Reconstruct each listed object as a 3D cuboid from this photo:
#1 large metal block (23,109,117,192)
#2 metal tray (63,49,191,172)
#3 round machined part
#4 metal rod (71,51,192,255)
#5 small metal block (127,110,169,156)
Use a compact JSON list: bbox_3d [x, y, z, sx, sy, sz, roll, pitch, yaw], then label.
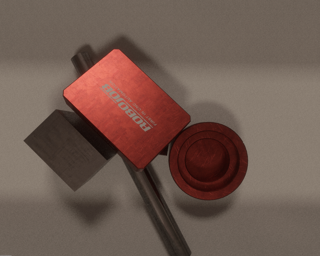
[{"bbox_3d":[-0.105,0.025,0.383,0.050,0.080,0.080,-45,91,0],"label":"large metal block"},{"bbox_3d":[-0.039,-0.022,0.377,0.130,0.030,0.090,44,73,4],"label":"metal tray"},{"bbox_3d":[0.060,0.041,0.404,0.099,0.042,0.097,0,90,-1],"label":"round machined part"},{"bbox_3d":[-0.038,0.038,0.410,0.025,0.025,0.299,-27,90,0],"label":"metal rod"},{"bbox_3d":[-0.015,0.007,0.398,0.050,0.025,0.050,13,82,-31],"label":"small metal block"}]
